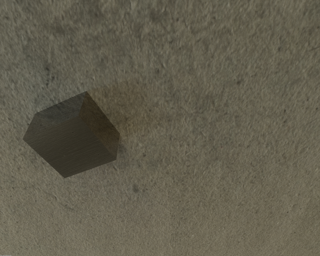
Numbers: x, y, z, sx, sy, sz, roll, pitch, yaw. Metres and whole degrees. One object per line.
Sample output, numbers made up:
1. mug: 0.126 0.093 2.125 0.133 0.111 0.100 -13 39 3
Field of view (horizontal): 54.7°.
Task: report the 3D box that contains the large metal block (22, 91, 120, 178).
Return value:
1. large metal block: -0.109 0.011 0.398 0.080 0.050 0.080 -21 128 16
